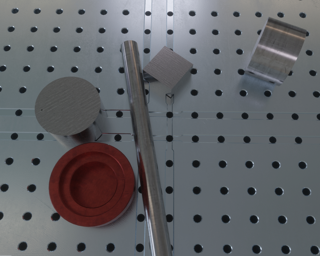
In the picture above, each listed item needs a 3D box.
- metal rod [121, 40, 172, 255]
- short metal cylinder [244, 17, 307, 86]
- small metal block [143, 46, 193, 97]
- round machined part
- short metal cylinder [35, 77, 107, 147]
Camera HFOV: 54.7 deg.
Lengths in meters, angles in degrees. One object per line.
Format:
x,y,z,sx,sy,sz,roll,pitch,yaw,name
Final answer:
-0.021,0.017,0.405,0.025,0.025,0.299,-9,70,-3,metal rod
0.155,-0.103,0.422,0.050,0.080,0.080,23,72,8,short metal cylinder
0.011,-0.081,0.441,0.050,0.025,0.050,36,74,12,small metal block
-0.079,0.070,0.377,0.099,0.042,0.098,0,70,0,round machined part
-0.114,-0.020,0.405,0.081,0.050,0.080,0,70,0,short metal cylinder
